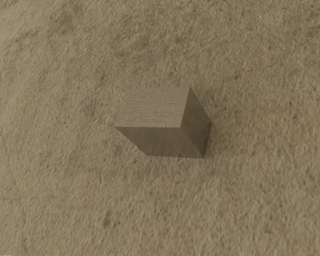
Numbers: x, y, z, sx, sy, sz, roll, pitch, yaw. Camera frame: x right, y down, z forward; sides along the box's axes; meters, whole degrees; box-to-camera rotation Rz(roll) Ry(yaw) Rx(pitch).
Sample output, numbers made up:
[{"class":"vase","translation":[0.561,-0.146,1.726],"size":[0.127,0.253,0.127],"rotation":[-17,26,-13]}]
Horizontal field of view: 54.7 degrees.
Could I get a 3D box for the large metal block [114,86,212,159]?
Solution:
[{"class":"large metal block","translation":[0.007,-0.004,0.366],"size":[0.080,0.080,0.050],"rotation":[1,62,28]}]
